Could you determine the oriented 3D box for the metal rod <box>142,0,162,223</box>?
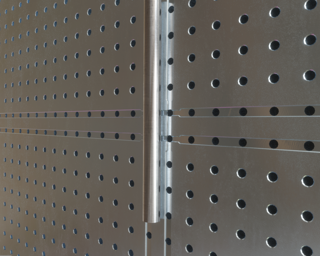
[{"bbox_3d":[-0.011,-0.024,0.420,0.025,0.025,0.298,1,91,40],"label":"metal rod"}]
